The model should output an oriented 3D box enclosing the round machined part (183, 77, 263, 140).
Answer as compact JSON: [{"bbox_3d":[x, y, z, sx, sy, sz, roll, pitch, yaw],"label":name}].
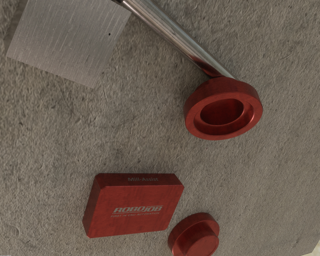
[{"bbox_3d":[0.079,-0.028,0.404,0.099,0.042,0.097,-4,143,-2],"label":"round machined part"}]

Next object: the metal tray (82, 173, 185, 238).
[{"bbox_3d":[-0.038,0.111,0.452,0.131,0.030,0.089,5,116,-31],"label":"metal tray"}]

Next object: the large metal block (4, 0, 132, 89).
[{"bbox_3d":[-0.086,-0.094,0.286,0.080,0.050,0.080,19,108,-36],"label":"large metal block"}]

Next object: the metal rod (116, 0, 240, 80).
[{"bbox_3d":[0.006,-0.111,0.341,0.301,0.025,0.025,30,102,-38],"label":"metal rod"}]

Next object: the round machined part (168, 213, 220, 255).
[{"bbox_3d":[0.067,0.204,0.559,0.099,0.042,0.097,-14,124,-21],"label":"round machined part"}]
